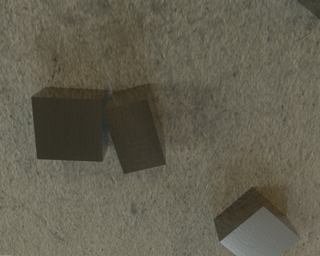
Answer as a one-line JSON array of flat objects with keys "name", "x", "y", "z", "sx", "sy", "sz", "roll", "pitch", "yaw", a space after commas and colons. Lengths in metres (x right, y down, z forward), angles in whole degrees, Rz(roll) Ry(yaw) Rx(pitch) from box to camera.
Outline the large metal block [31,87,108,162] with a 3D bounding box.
[{"name": "large metal block", "x": -0.110, "y": -0.006, "z": 0.393, "sx": 0.081, "sy": 0.050, "sz": 0.079, "roll": 3, "pitch": 110, "yaw": -2}]

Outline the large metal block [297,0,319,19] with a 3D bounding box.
[{"name": "large metal block", "x": 0.203, "y": -0.159, "z": 0.325, "sx": 0.050, "sy": 0.080, "sz": 0.080, "roll": 33, "pitch": 107, "yaw": -12}]

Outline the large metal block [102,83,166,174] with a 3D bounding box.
[{"name": "large metal block", "x": -0.028, "y": -0.002, "z": 0.379, "sx": 0.050, "sy": 0.080, "sz": 0.080, "roll": -14, "pitch": 110, "yaw": 5}]

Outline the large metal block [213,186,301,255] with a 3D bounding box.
[{"name": "large metal block", "x": 0.139, "y": 0.148, "z": 0.453, "sx": 0.080, "sy": 0.050, "sz": 0.080, "roll": 41, "pitch": 105, "yaw": -14}]
